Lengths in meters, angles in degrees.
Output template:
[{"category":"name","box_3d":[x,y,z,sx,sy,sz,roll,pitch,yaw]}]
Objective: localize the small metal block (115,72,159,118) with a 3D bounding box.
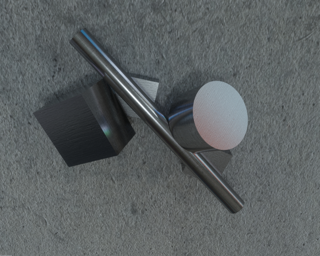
[{"category":"small metal block","box_3d":[-0.031,-0.042,0.396,0.050,0.025,0.050,11,110,-5]}]

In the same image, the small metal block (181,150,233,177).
[{"category":"small metal block","box_3d":[0.064,0.044,0.429,0.050,0.025,0.050,23,108,-9]}]

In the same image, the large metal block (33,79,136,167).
[{"category":"large metal block","box_3d":[-0.090,-0.005,0.377,0.080,0.050,0.080,-15,112,30]}]

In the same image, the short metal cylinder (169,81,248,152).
[{"category":"short metal cylinder","box_3d":[0.058,-0.011,0.373,0.081,0.050,0.080,5,80,-29]}]

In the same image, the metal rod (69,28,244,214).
[{"category":"metal rod","box_3d":[0.007,0.002,0.385,0.025,0.025,0.300,-39,106,13]}]
